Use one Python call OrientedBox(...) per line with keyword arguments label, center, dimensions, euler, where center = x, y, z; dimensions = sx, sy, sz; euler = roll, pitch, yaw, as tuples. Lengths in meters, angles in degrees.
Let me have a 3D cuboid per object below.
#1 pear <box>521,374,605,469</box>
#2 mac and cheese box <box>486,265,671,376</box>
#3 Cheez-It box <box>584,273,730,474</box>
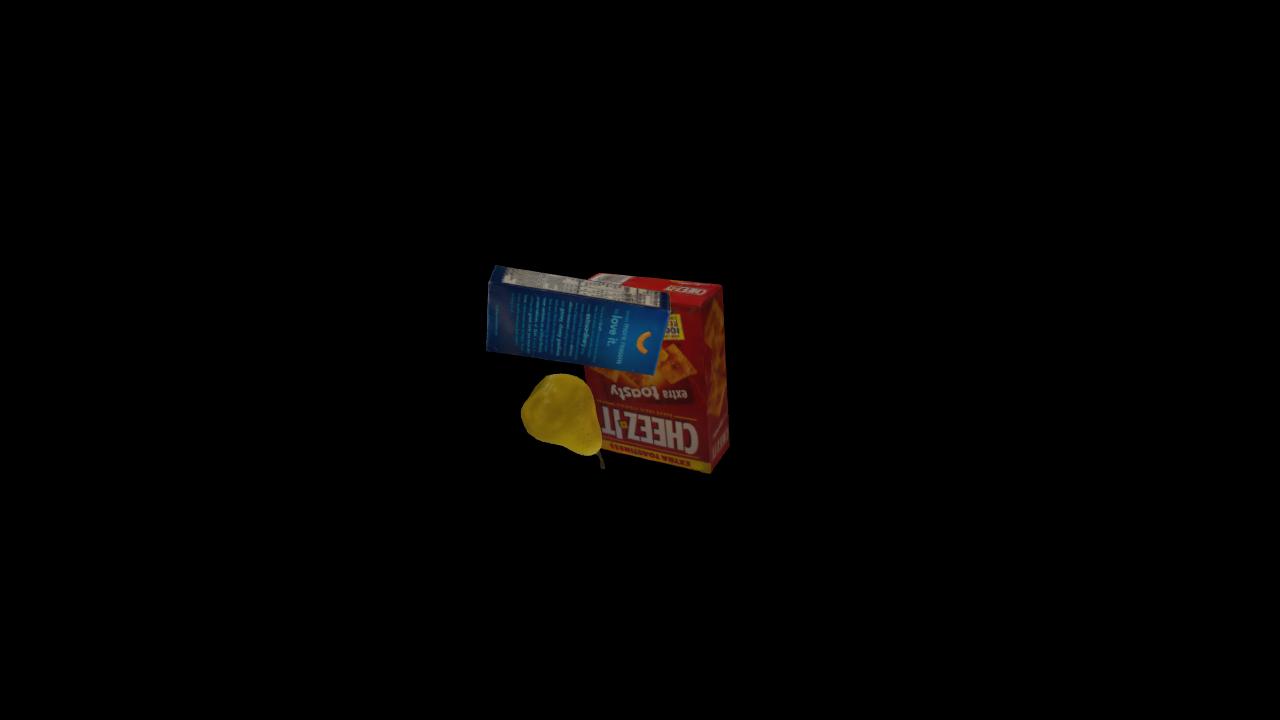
OrientedBox(label="pear", center=(-0.069, 0.066, 0.656), dimensions=(0.111, 0.080, 0.080), euler=(40, -11, -13))
OrientedBox(label="mac and cheese box", center=(-0.067, -0.040, 0.651), dimensions=(0.184, 0.093, 0.041), euler=(9, 39, -5))
OrientedBox(label="Cheez-It box", center=(0.016, 0.015, 0.735), dimensions=(0.166, 0.223, 0.071), euler=(10, 31, 28))
